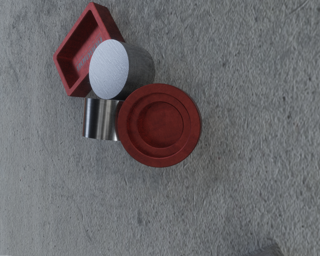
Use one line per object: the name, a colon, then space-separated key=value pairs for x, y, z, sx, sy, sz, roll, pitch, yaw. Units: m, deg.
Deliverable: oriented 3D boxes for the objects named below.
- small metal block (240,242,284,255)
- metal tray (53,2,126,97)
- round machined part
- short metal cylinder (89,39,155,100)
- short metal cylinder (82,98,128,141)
small metal block: x=0.107 y=0.153 z=0.317 sx=0.050 sy=0.025 sz=0.050 roll=-39 pitch=67 yaw=33
metal tray: x=-0.117 y=-0.121 z=0.498 sx=0.129 sy=0.030 sz=0.090 roll=-40 pitch=66 yaw=32
round machined part: x=0.002 y=-0.004 z=0.376 sx=0.098 sy=0.042 sz=0.097 roll=1 pitch=95 yaw=12
short metal cylinder: x=-0.054 y=-0.078 z=0.433 sx=0.080 sy=0.050 sz=0.080 roll=0 pitch=90 yaw=40
short metal cylinder: x=-0.064 y=-0.013 z=0.422 sx=0.080 sy=0.081 sz=0.050 roll=8 pitch=95 yaw=39
